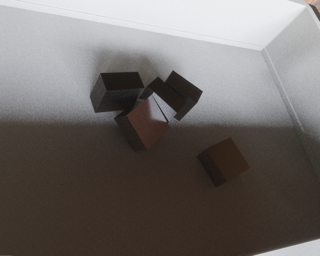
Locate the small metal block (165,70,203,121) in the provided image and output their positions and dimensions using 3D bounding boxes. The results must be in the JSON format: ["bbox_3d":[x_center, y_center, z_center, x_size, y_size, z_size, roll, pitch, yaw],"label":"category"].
[{"bbox_3d":[0.023,-0.044,0.430,0.050,0.050,0.025,34,51,-6],"label":"small metal block"}]

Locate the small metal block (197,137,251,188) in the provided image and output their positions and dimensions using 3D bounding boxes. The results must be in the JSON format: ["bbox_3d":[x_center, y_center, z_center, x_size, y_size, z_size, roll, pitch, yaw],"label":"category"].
[{"bbox_3d":[0.088,0.047,0.426,0.050,0.025,0.050,-20,72,-36],"label":"small metal block"}]

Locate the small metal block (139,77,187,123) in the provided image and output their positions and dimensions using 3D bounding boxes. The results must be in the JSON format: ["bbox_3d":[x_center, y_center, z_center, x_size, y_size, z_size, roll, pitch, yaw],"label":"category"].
[{"bbox_3d":[-0.001,-0.031,0.409,0.050,0.050,0.025,43,51,0],"label":"small metal block"}]

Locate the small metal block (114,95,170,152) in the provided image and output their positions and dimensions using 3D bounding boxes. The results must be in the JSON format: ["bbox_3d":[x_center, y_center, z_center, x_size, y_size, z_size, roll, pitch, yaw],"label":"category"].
[{"bbox_3d":[-0.021,-0.006,0.387,0.050,0.025,0.050,-44,113,-39],"label":"small metal block"}]

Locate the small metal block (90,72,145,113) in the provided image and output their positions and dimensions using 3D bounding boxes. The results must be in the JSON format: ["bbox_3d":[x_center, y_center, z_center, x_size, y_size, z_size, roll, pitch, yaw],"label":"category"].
[{"bbox_3d":[-0.055,-0.045,0.389,0.050,0.050,0.025,-9,66,-32],"label":"small metal block"}]
